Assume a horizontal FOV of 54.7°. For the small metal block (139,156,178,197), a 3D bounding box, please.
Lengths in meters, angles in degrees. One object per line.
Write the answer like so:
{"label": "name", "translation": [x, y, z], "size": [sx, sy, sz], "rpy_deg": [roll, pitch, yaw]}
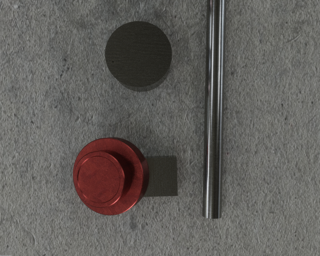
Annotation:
{"label": "small metal block", "translation": [-0.003, 0.063, 0.410], "size": [0.050, 0.025, 0.050], "rpy_deg": [-2, 90, 0]}

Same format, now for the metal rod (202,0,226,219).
{"label": "metal rod", "translation": [0.072, -0.032, 0.410], "size": [0.025, 0.025, 0.298], "rpy_deg": [1, 90, 0]}

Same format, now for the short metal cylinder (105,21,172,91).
{"label": "short metal cylinder", "translation": [-0.026, -0.089, 0.397], "size": [0.081, 0.050, 0.079], "rpy_deg": [0, 90, 0]}

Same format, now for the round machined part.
{"label": "round machined part", "translation": [-0.067, 0.061, 0.387], "size": [0.098, 0.042, 0.097], "rpy_deg": [0, 91, 17]}
